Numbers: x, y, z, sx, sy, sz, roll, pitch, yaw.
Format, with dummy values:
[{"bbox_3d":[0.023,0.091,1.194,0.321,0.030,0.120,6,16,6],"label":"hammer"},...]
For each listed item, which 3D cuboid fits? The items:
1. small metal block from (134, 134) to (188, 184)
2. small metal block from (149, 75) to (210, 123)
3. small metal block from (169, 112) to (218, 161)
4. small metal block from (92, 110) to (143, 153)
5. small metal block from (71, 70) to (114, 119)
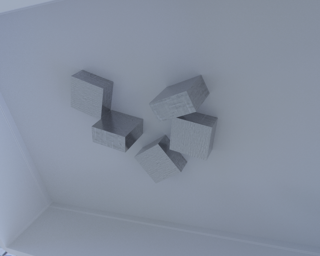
[{"bbox_3d":[0.001,0.044,0.434,0.050,0.025,0.050,-31,101,37],"label":"small metal block"},{"bbox_3d":[0.023,-0.034,0.358,0.050,0.050,0.025,-15,110,34],"label":"small metal block"},{"bbox_3d":[0.042,0.008,0.390,0.050,0.025,0.050,16,125,18],"label":"small metal block"},{"bbox_3d":[-0.057,0.003,0.423,0.050,0.050,0.025,16,125,18],"label":"small metal block"},{"bbox_3d":[-0.095,-0.046,0.428,0.050,0.025,0.050,23,127,14],"label":"small metal block"}]
